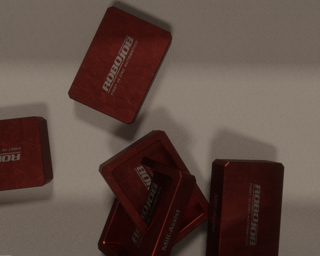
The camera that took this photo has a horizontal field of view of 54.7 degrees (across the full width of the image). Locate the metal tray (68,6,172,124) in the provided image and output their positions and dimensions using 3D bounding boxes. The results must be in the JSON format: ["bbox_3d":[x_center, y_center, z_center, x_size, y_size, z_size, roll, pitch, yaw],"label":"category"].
[{"bbox_3d":[-0.051,-0.080,0.408,0.090,0.030,0.129,25,90,-1],"label":"metal tray"}]

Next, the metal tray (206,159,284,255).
[{"bbox_3d":[0.109,0.107,0.395,0.091,0.030,0.129,4,90,-22],"label":"metal tray"}]

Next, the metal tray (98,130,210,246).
[{"bbox_3d":[-0.004,0.079,0.388,0.090,0.030,0.130,-34,99,-16],"label":"metal tray"}]

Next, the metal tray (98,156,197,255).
[{"bbox_3d":[-0.018,0.104,0.376,0.030,0.090,0.129,25,84,-45],"label":"metal tray"}]

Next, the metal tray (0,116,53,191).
[{"bbox_3d":[-0.215,0.036,0.406,0.131,0.030,0.089,-7,90,-1],"label":"metal tray"}]
